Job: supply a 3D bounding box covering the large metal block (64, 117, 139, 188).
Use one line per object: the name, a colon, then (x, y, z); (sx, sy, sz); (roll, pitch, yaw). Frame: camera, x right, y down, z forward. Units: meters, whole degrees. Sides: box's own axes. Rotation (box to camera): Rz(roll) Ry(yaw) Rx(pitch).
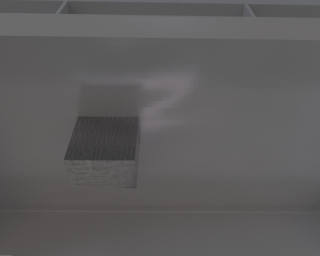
large metal block: (-0.069, 0.030, 0.397); (0.080, 0.080, 0.050); (0, 130, -1)
